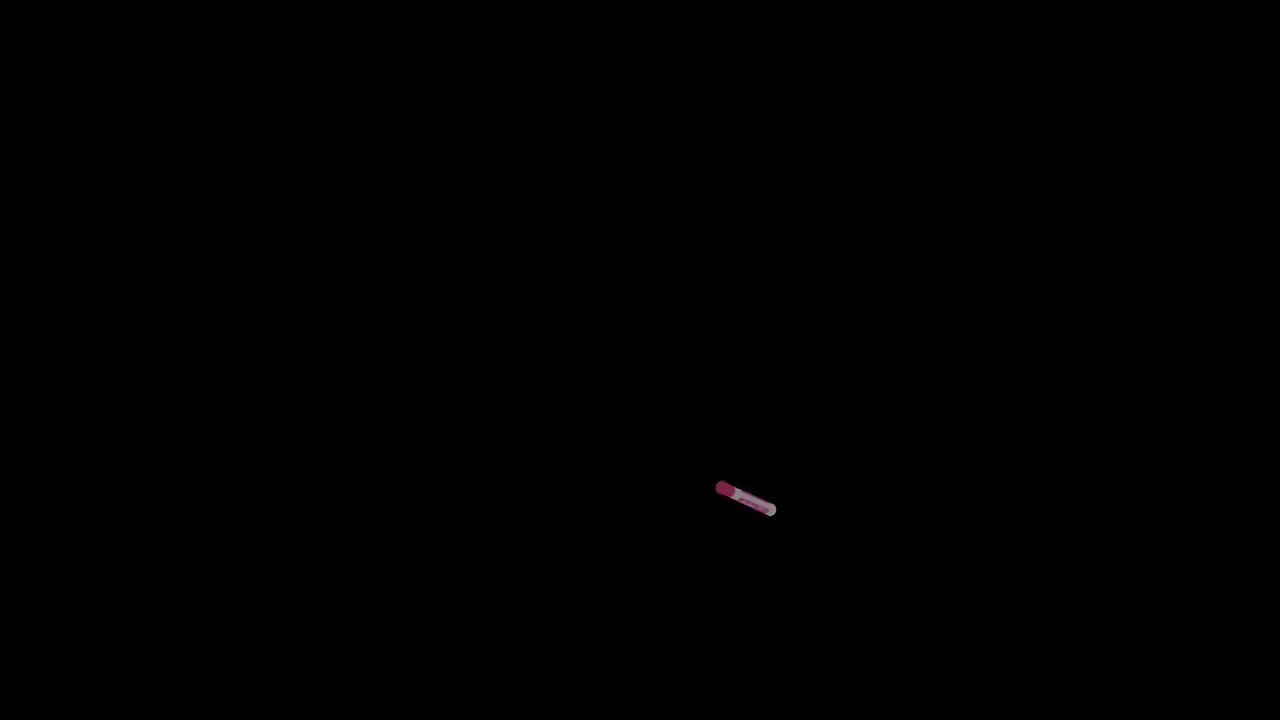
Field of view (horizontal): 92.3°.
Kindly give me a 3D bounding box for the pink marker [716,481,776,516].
[{"bbox_3d":[0.155,0.203,0.902,0.121,0.020,0.020,29,-16,-31],"label":"pink marker"}]
